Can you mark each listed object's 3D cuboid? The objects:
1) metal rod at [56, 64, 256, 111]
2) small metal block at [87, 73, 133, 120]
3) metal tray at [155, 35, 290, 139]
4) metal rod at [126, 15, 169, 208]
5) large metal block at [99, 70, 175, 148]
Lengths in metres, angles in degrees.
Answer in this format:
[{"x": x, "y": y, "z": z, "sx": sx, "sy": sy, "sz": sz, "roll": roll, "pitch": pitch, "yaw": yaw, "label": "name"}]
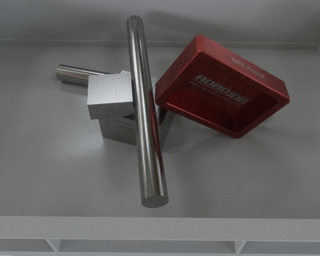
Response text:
[{"x": -0.006, "y": -0.056, "z": 0.451, "sx": 0.301, "sy": 0.025, "sz": 0.025, "roll": 11, "pitch": 51, "yaw": 9, "label": "metal rod"}, {"x": -0.058, "y": -0.039, "z": 0.370, "sx": 0.050, "sy": 0.025, "sz": 0.050, "roll": -5, "pitch": 50, "yaw": -5, "label": "small metal block"}, {"x": 0.071, "y": -0.041, "z": 0.362, "sx": 0.131, "sy": 0.090, "sz": 0.030, "roll": 22, "pitch": 47, "yaw": -24, "label": "metal tray"}, {"x": -0.022, "y": -0.047, "z": 0.377, "sx": 0.025, "sy": 0.025, "sz": 0.300, "roll": -5, "pitch": 50, "yaw": -5, "label": "metal rod"}, {"x": -0.025, "y": -0.024, "z": 0.407, "sx": 0.080, "sy": 0.050, "sz": 0.080, "roll": 14, "pitch": 51, "yaw": 11, "label": "large metal block"}]
